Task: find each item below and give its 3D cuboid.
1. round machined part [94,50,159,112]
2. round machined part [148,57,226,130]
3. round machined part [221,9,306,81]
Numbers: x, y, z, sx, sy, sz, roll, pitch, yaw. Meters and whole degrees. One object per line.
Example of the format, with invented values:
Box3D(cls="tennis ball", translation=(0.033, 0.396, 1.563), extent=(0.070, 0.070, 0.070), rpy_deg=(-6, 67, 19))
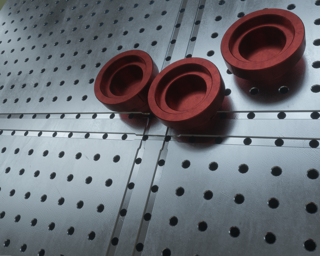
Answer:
Box3D(cls="round machined part", translation=(-0.045, -0.065, 0.462), extent=(0.098, 0.042, 0.098), rpy_deg=(-13, 56, 21))
Box3D(cls="round machined part", translation=(0.037, -0.041, 0.404), extent=(0.098, 0.042, 0.098), rpy_deg=(-13, 56, 21))
Box3D(cls="round machined part", translation=(0.130, -0.099, 0.390), extent=(0.098, 0.042, 0.098), rpy_deg=(-13, 56, 21))
